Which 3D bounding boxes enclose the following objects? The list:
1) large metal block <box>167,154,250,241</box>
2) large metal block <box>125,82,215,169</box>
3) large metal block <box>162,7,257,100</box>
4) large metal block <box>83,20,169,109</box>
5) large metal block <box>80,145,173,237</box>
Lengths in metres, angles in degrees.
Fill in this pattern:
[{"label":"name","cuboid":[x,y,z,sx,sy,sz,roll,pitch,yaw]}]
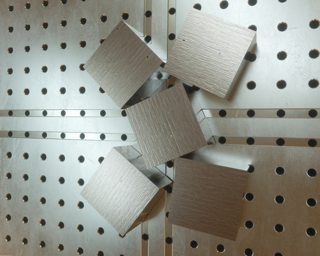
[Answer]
[{"label":"large metal block","cuboid":[0.060,0.080,0.378,0.080,0.050,0.080,10,93,19]},{"label":"large metal block","cuboid":[0.014,-0.002,0.394,0.080,0.050,0.080,-24,82,18]},{"label":"large metal block","cuboid":[0.061,-0.087,0.377,0.080,0.050,0.080,27,99,15]},{"label":"large metal block","cuboid":[-0.040,-0.080,0.414,0.080,0.050,0.080,-46,75,15]},{"label":"large metal block","cuboid":[-0.045,0.080,0.414,0.080,0.050,0.080,40,102,16]}]
